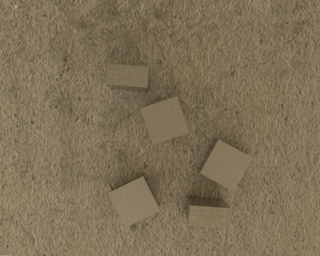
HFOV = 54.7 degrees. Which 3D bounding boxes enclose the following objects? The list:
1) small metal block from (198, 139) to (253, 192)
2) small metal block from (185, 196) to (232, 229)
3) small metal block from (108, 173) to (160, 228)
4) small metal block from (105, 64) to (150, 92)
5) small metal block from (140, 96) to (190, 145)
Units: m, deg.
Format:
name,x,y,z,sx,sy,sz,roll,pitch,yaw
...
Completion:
name,x,y,z,sx,sy,sz,roll,pitch,yaw
small metal block,0.085,0.048,0.411,0.050,0.025,0.050,29,90,0
small metal block,0.060,0.107,0.398,0.050,0.050,0.025,4,90,0
small metal block,-0.033,0.095,0.410,0.050,0.025,0.050,-26,90,0
small metal block,-0.039,-0.063,0.397,0.050,0.050,0.025,5,90,0
small metal block,0.006,-0.010,0.410,0.050,0.025,0.050,-19,90,0
